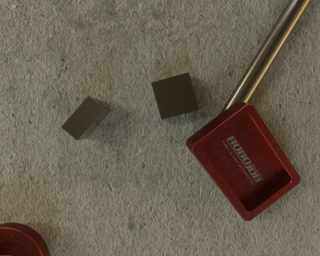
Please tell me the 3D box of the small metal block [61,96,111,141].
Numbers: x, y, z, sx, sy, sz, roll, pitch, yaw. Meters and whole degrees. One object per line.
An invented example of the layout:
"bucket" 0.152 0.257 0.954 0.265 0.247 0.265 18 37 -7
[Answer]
"small metal block" -0.093 -0.012 0.396 0.025 0.050 0.050 41 90 -1

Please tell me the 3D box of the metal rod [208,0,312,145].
"metal rod" 0.147 -0.105 0.411 0.025 0.025 0.299 32 90 -1

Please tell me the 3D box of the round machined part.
"round machined part" -0.191 0.170 0.399 0.099 0.042 0.097 0 90 -1

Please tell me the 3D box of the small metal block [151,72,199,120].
"small metal block" 0.020 -0.041 0.410 0.050 0.025 0.050 -15 90 -1

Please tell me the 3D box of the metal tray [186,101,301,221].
"metal tray" 0.106 0.043 0.392 0.090 0.030 0.130 -38 105 0
